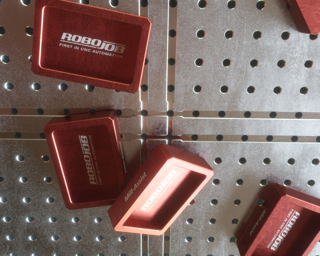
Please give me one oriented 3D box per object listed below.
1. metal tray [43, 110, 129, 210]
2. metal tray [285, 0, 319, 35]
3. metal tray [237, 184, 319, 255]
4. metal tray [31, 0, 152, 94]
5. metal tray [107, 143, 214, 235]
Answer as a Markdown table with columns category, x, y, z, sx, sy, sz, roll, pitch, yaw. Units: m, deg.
| category | x | y | z | sx | sy | sz | roll | pitch | yaw |
| --- | --- | --- | --- | --- | --- | --- | --- | --- | --- |
| metal tray | -0.096 | 0.046 | 0.426 | 0.090 | 0.030 | 0.129 | -7 | 110 | 2 |
| metal tray | 0.178 | -0.183 | 0.344 | 0.090 | 0.030 | 0.130 | -31 | 107 | 11 |
| metal tray | 0.188 | 0.157 | 0.469 | 0.090 | 0.030 | 0.129 | 21 | 109 | -8 |
| metal tray | -0.082 | -0.099 | 0.373 | 0.131 | 0.030 | 0.089 | 11 | 110 | -4 |
| metal tray | 0.001 | 0.088 | 0.421 | 0.090 | 0.030 | 0.129 | 23 | 111 | -39 |
